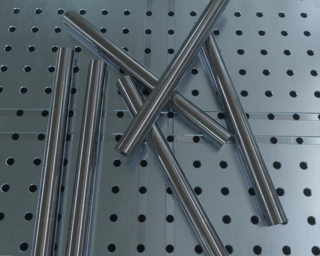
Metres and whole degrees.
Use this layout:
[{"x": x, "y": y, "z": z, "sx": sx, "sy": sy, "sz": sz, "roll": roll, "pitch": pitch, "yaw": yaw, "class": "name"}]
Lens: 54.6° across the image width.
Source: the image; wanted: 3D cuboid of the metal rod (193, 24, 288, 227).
[{"x": 0.101, "y": -0.021, "z": 0.419, "sx": 0.025, "sy": 0.025, "sz": 0.299, "roll": -14, "pitch": 71, "yaw": -5, "class": "metal rod"}]

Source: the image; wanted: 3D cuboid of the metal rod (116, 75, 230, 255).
[{"x": 0.018, "y": 0.059, "z": 0.390, "sx": 0.025, "sy": 0.025, "sz": 0.299, "roll": -26, "pitch": 72, "yaw": -9, "class": "metal rod"}]

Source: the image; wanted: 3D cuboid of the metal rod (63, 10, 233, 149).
[{"x": -0.026, "y": -0.076, "z": 0.439, "sx": 0.300, "sy": 0.025, "sz": 0.025, "roll": 40, "pitch": 75, "yaw": 13, "class": "metal rod"}]

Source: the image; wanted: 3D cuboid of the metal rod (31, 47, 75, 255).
[{"x": -0.136, "y": 0.030, "z": 0.400, "sx": 0.025, "sy": 0.025, "sz": 0.299, "roll": 0, "pitch": 70, "yaw": 0, "class": "metal rod"}]

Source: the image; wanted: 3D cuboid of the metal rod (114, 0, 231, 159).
[{"x": 0.030, "y": -0.091, "z": 0.417, "sx": 0.025, "sy": 0.025, "sz": 0.300, "roll": 28, "pitch": 72, "yaw": 10, "class": "metal rod"}]

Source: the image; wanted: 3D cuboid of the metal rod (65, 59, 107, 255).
[{"x": -0.093, "y": 0.049, "z": 0.393, "sx": 0.025, "sy": 0.025, "sz": 0.299, "roll": 2, "pitch": 70, "yaw": 1, "class": "metal rod"}]
